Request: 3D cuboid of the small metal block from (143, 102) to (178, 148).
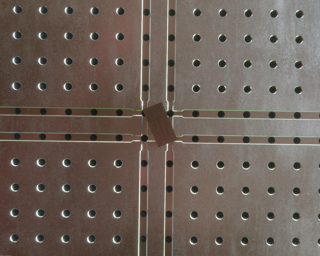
[{"bbox_3d":[0.000,-0.004,0.401,0.025,0.050,0.050,-22,91,0],"label":"small metal block"}]
